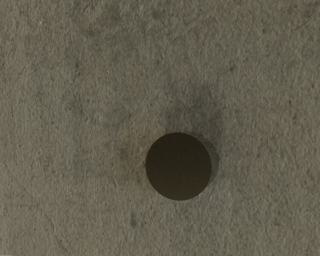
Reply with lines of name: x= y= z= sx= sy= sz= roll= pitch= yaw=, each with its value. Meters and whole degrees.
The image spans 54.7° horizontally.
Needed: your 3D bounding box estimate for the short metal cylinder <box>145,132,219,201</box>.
short metal cylinder: x=0.029 y=0.045 z=0.385 sx=0.080 sy=0.050 sz=0.079 roll=0 pitch=90 yaw=19
